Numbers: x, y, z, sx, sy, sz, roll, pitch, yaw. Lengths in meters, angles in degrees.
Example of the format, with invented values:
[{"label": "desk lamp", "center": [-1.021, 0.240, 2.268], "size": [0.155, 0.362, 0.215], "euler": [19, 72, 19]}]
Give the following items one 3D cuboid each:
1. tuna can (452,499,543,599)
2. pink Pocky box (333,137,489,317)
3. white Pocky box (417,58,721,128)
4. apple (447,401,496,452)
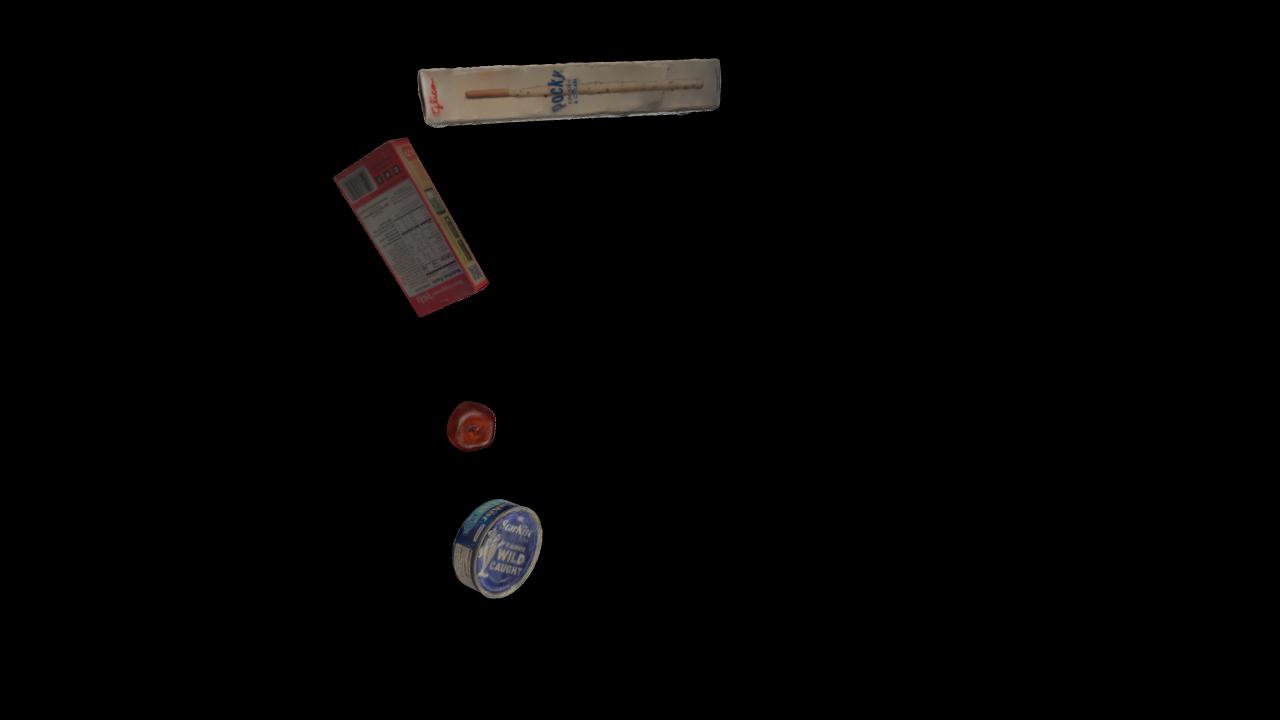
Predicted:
[{"label": "tuna can", "center": [-0.130, 0.172, 0.566], "size": [0.034, 0.084, 0.084], "euler": [10, 6, 33]}, {"label": "pink Pocky box", "center": [-0.220, -0.124, 0.596], "size": [0.084, 0.155, 0.029], "euler": [-18, 19, 28]}, {"label": "white Pocky box", "center": [-0.041, -0.148, 0.344], "size": [0.154, 0.028, 0.084], "euler": [-8, 23, -13]}, {"label": "apple", "center": [-0.264, 0.103, 0.961], "size": [0.079, 0.079, 0.093], "euler": [0, 3, -19]}]
